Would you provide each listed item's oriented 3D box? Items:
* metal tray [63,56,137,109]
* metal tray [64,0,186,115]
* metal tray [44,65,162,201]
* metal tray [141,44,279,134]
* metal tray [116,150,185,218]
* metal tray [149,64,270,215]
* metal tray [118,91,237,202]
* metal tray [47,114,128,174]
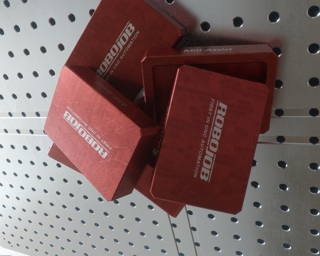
[{"bbox_3d":[-0.089,-0.037,0.432,0.090,0.030,0.129,33,129,6],"label":"metal tray"},{"bbox_3d":[-0.045,-0.085,0.355,0.090,0.030,0.129,39,115,-1],"label":"metal tray"},{"bbox_3d":[-0.068,0.002,0.331,0.130,0.030,0.089,39,118,27],"label":"metal tray"},{"bbox_3d":[0.050,-0.039,0.329,0.131,0.030,0.089,-1,120,6],"label":"metal tray"},{"bbox_3d":[-0.010,0.063,0.396,0.090,0.130,0.030,36,87,3],"label":"metal tray"},{"bbox_3d":[0.047,0.012,0.309,0.090,0.030,0.129,13,90,-4],"label":"metal tray"},{"bbox_3d":[0.025,0.013,0.365,0.130,0.090,0.030,38,130,3],"label":"metal tray"},{"bbox_3d":[-0.105,0.026,0.451,0.090,0.030,0.129,31,142,-12],"label":"metal tray"}]
